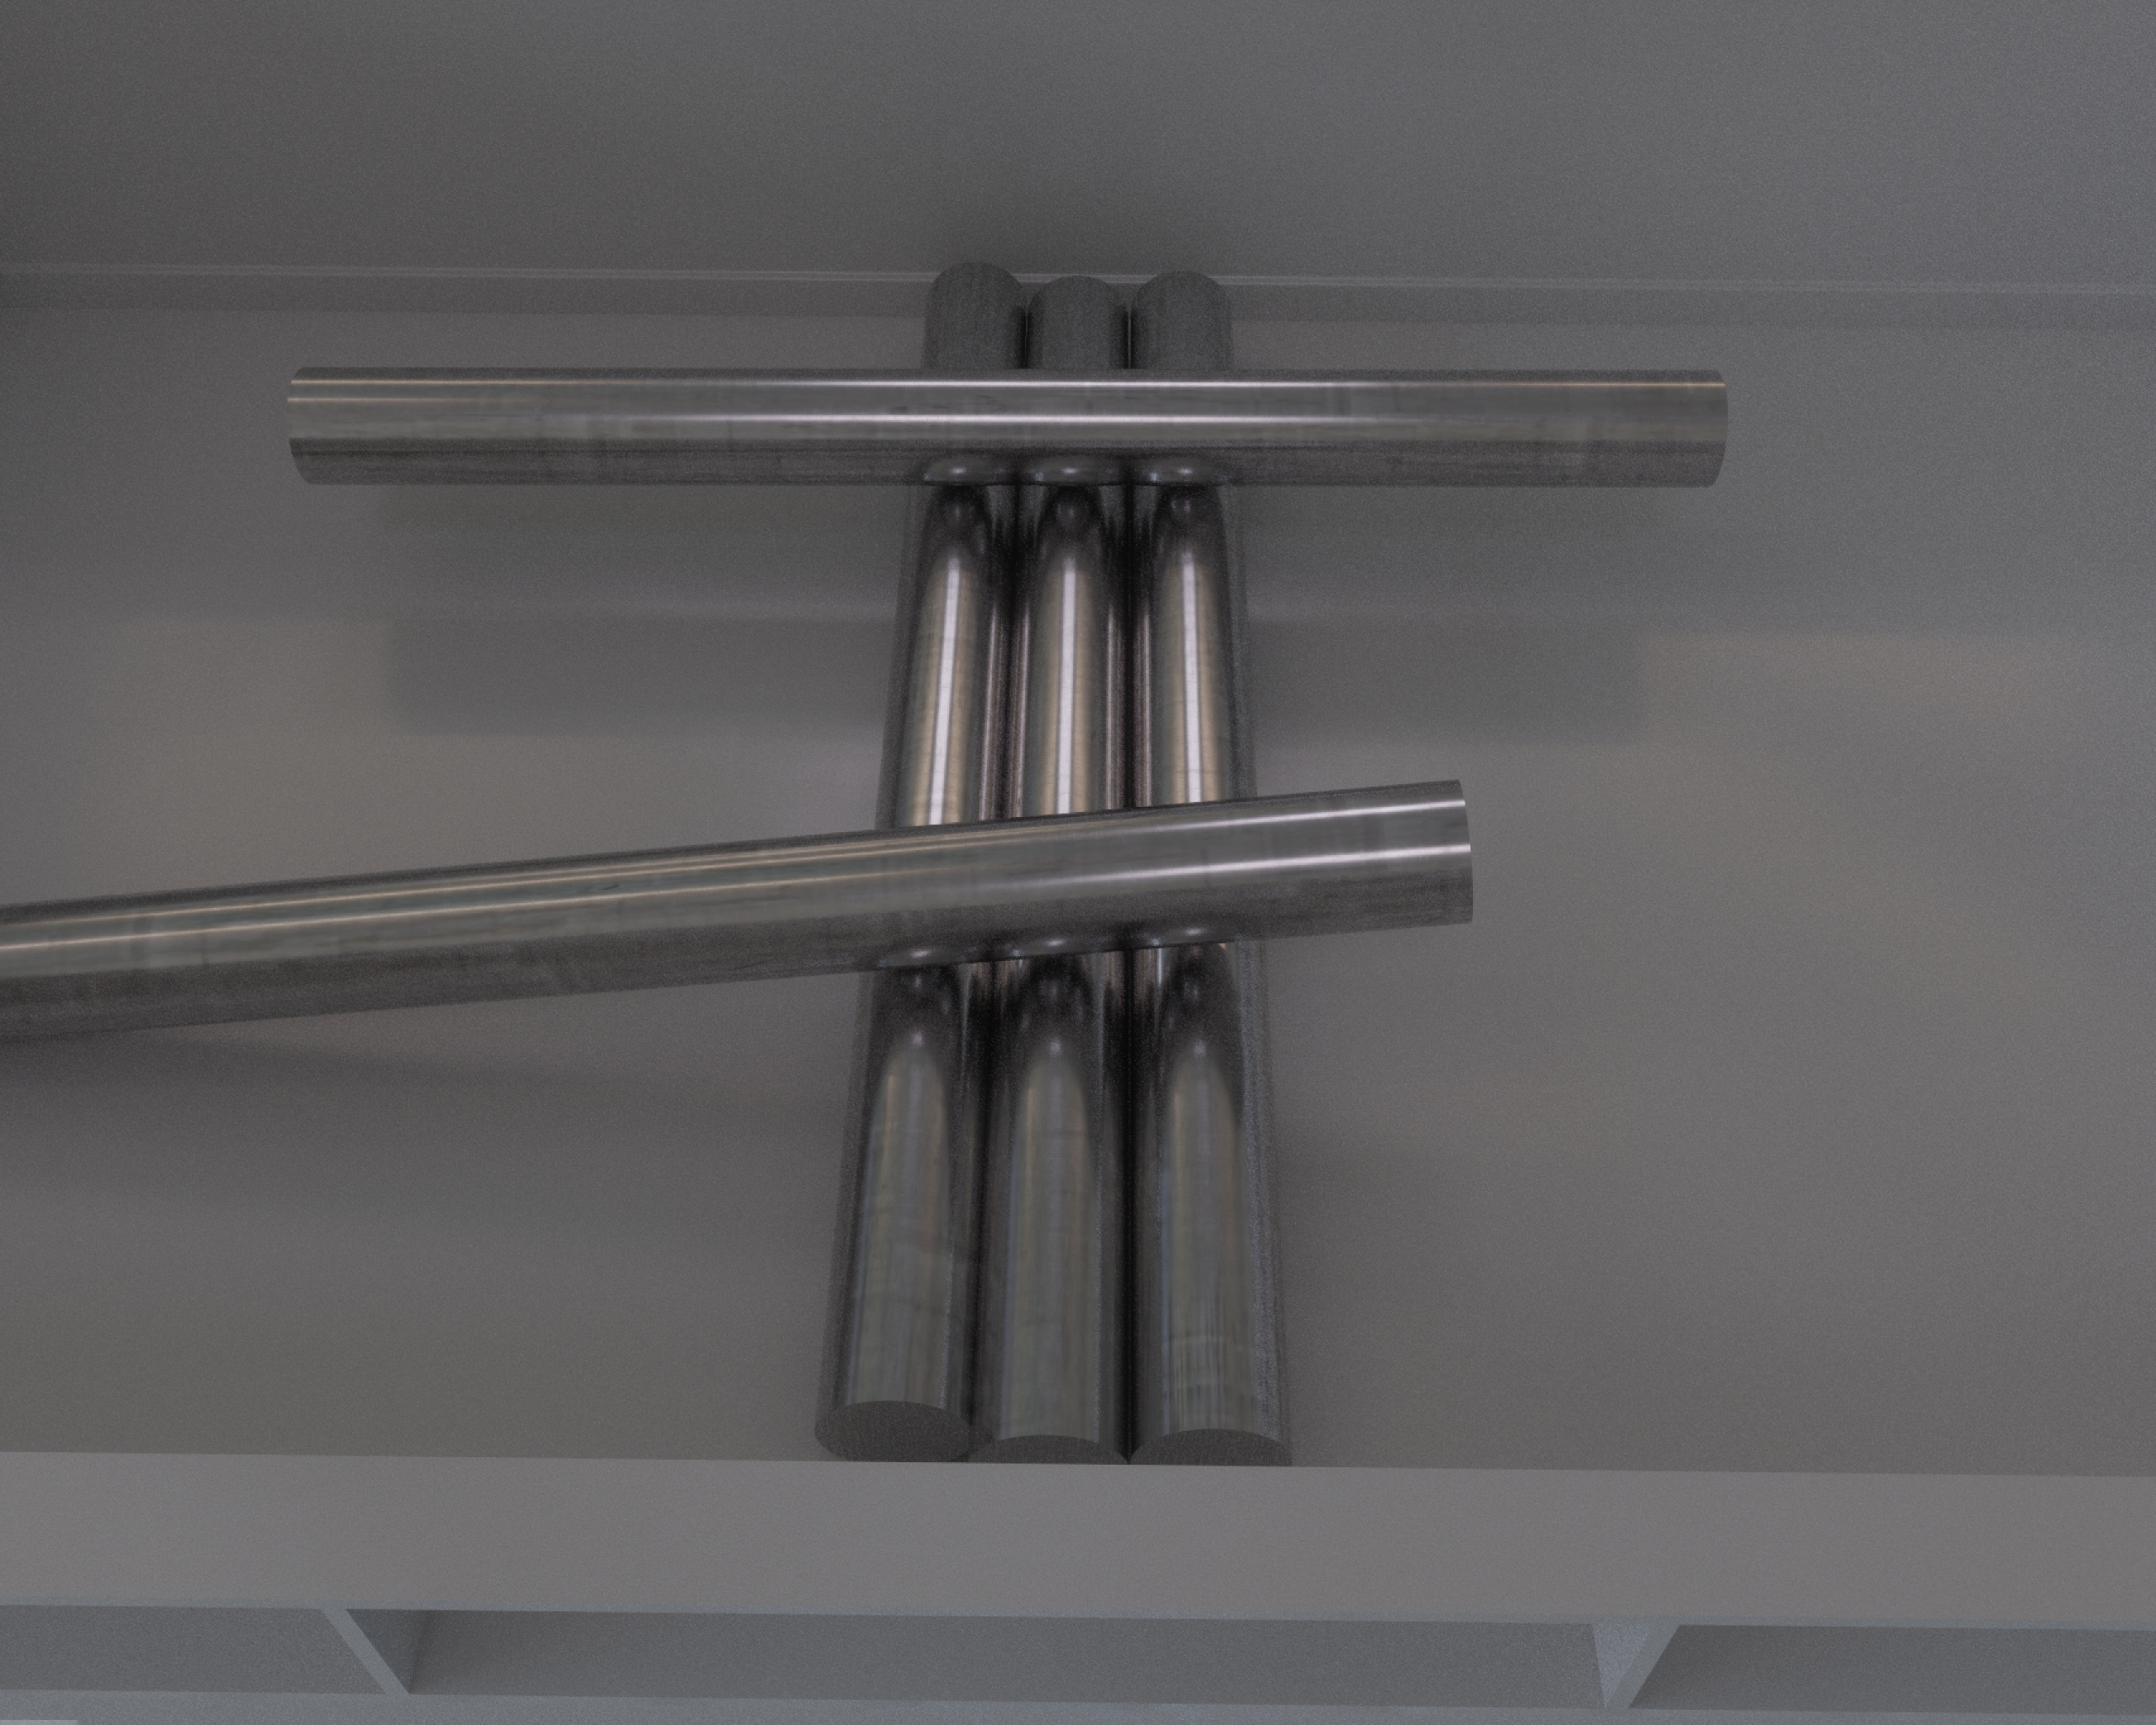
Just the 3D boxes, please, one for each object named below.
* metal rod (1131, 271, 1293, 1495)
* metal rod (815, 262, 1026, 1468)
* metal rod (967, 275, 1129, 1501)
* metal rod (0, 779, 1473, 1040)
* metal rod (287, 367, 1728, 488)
[{"bbox_3d":[0.023,-0.021,0.421,0.025,0.025,0.300,1,50,1],"label":"metal rod"},{"bbox_3d":[-0.027,-0.025,0.425,0.025,0.025,0.300,1,50,0],"label":"metal rod"},{"bbox_3d":[-0.002,-0.020,0.421,0.025,0.025,0.300,1,50,1],"label":"metal rod"},{"bbox_3d":[-0.083,0.011,0.370,0.302,0.025,0.025,-5,50,5],"label":"metal rod"},{"bbox_3d":[-0.015,-0.094,0.449,0.302,0.025,0.025,0,50,0],"label":"metal rod"}]
